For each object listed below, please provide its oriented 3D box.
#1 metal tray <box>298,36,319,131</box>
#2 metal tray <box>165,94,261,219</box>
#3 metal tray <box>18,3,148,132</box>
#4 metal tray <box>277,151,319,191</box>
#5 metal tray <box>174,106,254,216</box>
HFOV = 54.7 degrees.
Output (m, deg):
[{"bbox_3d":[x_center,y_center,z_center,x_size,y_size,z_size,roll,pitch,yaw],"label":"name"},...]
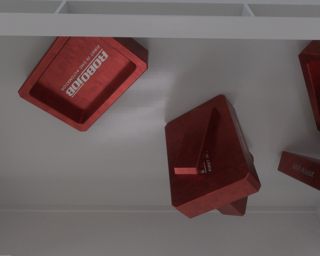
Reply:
[{"bbox_3d":[0.212,-0.035,0.338,0.030,0.090,0.130,-44,126,-13],"label":"metal tray"},{"bbox_3d":[0.054,0.029,0.364,0.090,0.130,0.030,-29,130,22],"label":"metal tray"},{"bbox_3d":[-0.087,-0.061,0.352,0.090,0.030,0.130,34,122,-26],"label":"metal tray"},{"bbox_3d":[0.224,0.063,0.396,0.091,0.130,0.030,13,94,-6],"label":"metal tray"},{"bbox_3d":[0.075,0.045,0.393,0.030,0.090,0.130,-7,142,39],"label":"metal tray"}]
